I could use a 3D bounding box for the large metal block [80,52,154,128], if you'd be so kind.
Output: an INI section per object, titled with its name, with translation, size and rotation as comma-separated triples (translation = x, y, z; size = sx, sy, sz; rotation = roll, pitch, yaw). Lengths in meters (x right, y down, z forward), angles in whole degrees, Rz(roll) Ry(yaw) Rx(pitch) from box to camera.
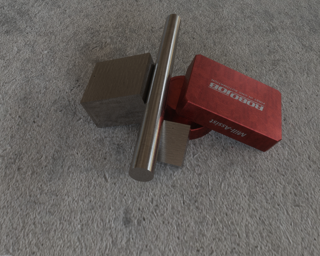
[large metal block]
translation = -0.049, -0.050, 0.416
size = 0.080, 0.050, 0.080
rotation = -6, 48, 18

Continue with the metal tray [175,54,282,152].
[metal tray]
translation = 0.093, -0.034, 0.401
size = 0.131, 0.030, 0.090
rotation = 23, 52, -8

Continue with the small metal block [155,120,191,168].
[small metal block]
translation = 0.008, 0.019, 0.376
size = 0.050, 0.025, 0.050
rotation = 12, 76, 10

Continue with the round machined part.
[round machined part]
translation = 0.033, -0.034, 0.422
size = 0.099, 0.042, 0.098
rotation = 0, 50, 0

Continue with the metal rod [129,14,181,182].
[metal rod]
translation = 0.002, -0.064, 0.404
size = 0.025, 0.025, 0.300
rotation = 6, 48, 5
